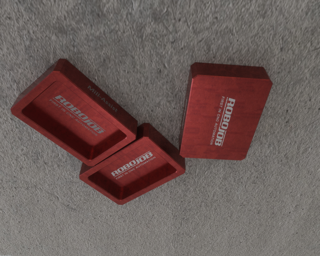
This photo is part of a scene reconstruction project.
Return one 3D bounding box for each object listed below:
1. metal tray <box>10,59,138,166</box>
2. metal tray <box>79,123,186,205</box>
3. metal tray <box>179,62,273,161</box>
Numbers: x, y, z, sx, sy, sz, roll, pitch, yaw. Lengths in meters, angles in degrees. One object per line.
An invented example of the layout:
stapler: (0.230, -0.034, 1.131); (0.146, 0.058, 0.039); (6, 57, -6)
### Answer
metal tray: (-0.103, -0.013, 0.391); (0.090, 0.030, 0.130); (-33, 123, 24)
metal tray: (-0.040, 0.057, 0.451); (0.130, 0.030, 0.090); (-31, 124, 24)
metal tray: (0.076, -0.016, 0.391); (0.091, 0.030, 0.129); (3, 130, -3)
